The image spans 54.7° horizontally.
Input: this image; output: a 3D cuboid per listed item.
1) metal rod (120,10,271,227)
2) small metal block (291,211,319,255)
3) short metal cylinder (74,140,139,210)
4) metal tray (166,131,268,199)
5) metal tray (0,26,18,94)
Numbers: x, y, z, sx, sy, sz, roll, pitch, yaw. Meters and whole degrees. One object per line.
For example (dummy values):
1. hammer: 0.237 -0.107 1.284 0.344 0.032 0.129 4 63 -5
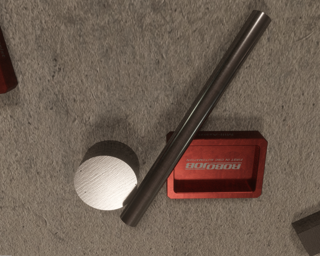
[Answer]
1. metal rod: 0.040 -0.006 0.380 0.025 0.025 0.299 31 97 -11
2. small metal block: 0.238 0.161 0.473 0.050 0.025 0.050 -29 108 9
3. short metal cylinder: -0.069 0.063 0.419 0.081 0.050 0.079 0 110 -1
4. metal tray: 0.074 0.051 0.426 0.131 0.030 0.089 0 110 -1
5. metal tray: -0.236 -0.101 0.366 0.091 0.030 0.129 -8 110 2
